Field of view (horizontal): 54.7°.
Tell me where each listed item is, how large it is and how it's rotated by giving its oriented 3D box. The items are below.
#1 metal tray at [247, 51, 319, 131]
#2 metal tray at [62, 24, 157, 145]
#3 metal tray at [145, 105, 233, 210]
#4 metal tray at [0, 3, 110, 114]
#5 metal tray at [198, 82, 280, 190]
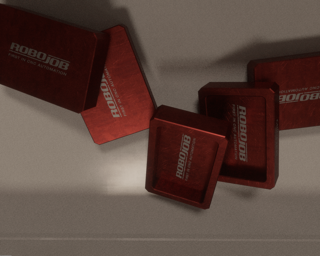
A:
[{"bbox_3d":[0.182,-0.047,0.394,0.131,0.030,0.089,-7,110,2],"label":"metal tray"},{"bbox_3d":[-0.063,-0.052,0.388,0.090,0.030,0.129,-19,109,6],"label":"metal tray"},{"bbox_3d":[0.031,0.040,0.389,0.090,0.030,0.129,15,130,11],"label":"metal tray"},{"bbox_3d":[-0.130,-0.080,0.355,0.130,0.030,0.089,20,109,12],"label":"metal tray"},{"bbox_3d":[0.100,0.008,0.391,0.090,0.030,0.129,4,114,29],"label":"metal tray"}]
